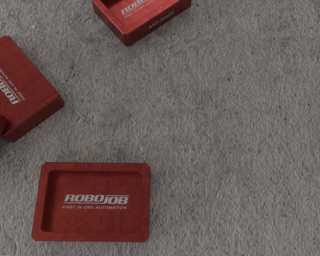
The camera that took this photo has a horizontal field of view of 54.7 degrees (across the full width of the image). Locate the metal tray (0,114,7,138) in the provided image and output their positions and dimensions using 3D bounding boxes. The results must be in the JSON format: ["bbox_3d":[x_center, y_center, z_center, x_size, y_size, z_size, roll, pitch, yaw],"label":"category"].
[{"bbox_3d":[-0.266,0.006,0.382,0.130,0.030,0.090,19,85,14],"label":"metal tray"}]

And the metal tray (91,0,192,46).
[{"bbox_3d":[-0.026,-0.195,0.476,0.131,0.030,0.090,-37,74,-13],"label":"metal tray"}]

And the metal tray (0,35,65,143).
[{"bbox_3d":[-0.207,-0.056,0.424,0.090,0.030,0.130,-40,75,-13],"label":"metal tray"}]

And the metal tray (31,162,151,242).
[{"bbox_3d":[-0.078,0.089,0.372,0.131,0.030,0.090,1,70,0],"label":"metal tray"}]
